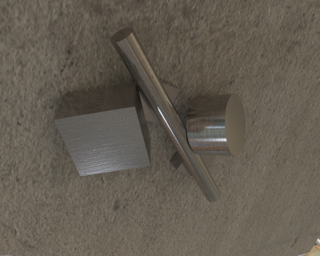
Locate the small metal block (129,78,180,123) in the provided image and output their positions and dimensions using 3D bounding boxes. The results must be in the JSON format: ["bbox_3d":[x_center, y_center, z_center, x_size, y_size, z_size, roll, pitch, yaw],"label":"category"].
[{"bbox_3d":[-0.012,-0.037,0.381,0.050,0.025,0.050,13,112,-34],"label":"small metal block"}]

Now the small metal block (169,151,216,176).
[{"bbox_3d":[0.051,0.043,0.465,0.050,0.025,0.050,27,103,-38],"label":"small metal block"}]

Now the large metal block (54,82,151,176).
[{"bbox_3d":[-0.058,0.002,0.342,0.080,0.050,0.080,-9,127,4],"label":"large metal block"}]

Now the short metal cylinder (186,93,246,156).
[{"bbox_3d":[0.076,-0.004,0.407,0.080,0.050,0.079,2,87,-58],"label":"short metal cylinder"}]

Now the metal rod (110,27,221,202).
[{"bbox_3d":[0.023,0.008,0.396,0.025,0.025,0.299,-36,130,-5],"label":"metal rod"}]
